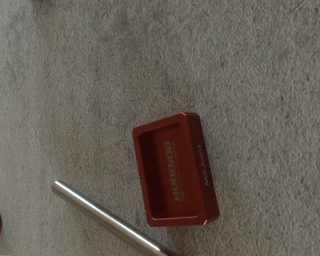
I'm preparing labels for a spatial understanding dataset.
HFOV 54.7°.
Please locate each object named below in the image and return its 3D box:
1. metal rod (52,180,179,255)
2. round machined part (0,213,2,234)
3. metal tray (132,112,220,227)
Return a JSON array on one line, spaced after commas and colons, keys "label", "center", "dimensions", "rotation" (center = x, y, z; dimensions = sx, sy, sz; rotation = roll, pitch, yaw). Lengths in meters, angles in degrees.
[{"label": "metal rod", "center": [-0.069, 0.143, 0.459], "dimensions": [0.300, 0.025, 0.025], "rotation": [19, 102, 38]}, {"label": "round machined part", "center": [-0.406, 0.224, 0.723], "dimensions": [0.098, 0.042, 0.097], "rotation": [0, 90, 39]}, {"label": "metal tray", "center": [0.016, 0.053, 0.386], "dimensions": [0.090, 0.030, 0.129], "rotation": [-17, 79, 38]}]
